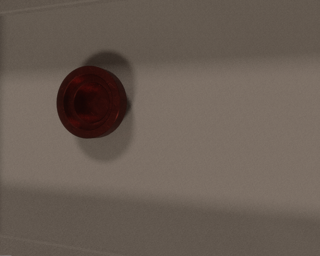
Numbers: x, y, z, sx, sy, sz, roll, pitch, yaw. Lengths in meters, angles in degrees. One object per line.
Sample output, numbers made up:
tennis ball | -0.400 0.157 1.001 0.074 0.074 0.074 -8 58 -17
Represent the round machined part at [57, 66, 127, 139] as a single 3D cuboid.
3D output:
round machined part | -0.090 -0.035 0.432 0.098 0.042 0.097 0 90 19
